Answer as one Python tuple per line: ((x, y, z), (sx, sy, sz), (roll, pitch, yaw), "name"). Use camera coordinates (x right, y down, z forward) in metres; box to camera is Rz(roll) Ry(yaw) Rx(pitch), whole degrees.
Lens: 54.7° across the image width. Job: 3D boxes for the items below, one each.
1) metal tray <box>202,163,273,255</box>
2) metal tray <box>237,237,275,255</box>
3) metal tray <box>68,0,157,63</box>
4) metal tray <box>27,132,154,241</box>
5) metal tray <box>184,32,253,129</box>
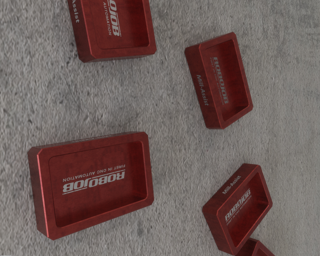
((0.132, 0.130, 0.511), (0.131, 0.030, 0.090), (-36, 112, -34), "metal tray")
((0.174, 0.262, 0.547), (0.130, 0.030, 0.090), (45, 63, -31), "metal tray")
((-0.057, -0.144, 0.353), (0.091, 0.030, 0.129), (-16, 100, -39), "metal tray")
((-0.069, 0.056, 0.342), (0.131, 0.030, 0.089), (-9, 96, -40), "metal tray")
((0.095, -0.073, 0.479), (0.091, 0.030, 0.129), (-29, 109, -36), "metal tray")
